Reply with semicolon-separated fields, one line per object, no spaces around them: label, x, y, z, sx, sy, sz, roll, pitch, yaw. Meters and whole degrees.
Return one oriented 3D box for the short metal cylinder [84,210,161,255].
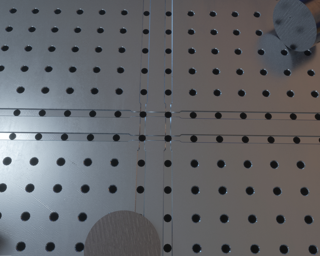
short metal cylinder;-0.039;0.136;0.348;0.081;0.050;0.080;0;70;-1

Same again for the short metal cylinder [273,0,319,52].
short metal cylinder;0.210;-0.157;0.443;0.050;0.080;0.080;-31;73;-11
